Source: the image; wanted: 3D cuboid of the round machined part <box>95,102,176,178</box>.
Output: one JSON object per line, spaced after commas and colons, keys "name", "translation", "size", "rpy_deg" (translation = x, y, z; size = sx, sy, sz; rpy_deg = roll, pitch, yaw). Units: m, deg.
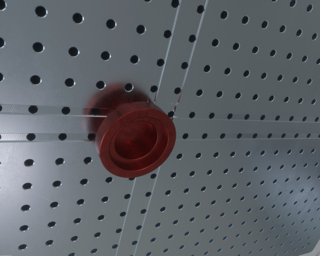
{"name": "round machined part", "translation": [-0.033, 0.011, 0.388], "size": [0.099, 0.042, 0.097], "rpy_deg": [-14, 124, -21]}
